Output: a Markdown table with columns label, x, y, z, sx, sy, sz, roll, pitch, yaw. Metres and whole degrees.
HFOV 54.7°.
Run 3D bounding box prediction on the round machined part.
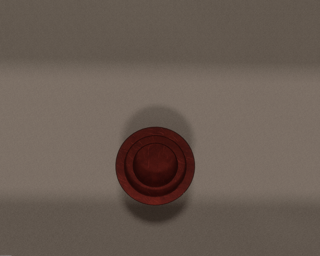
| label | x | y | z | sx | sy | sz | roll | pitch | yaw |
| --- | --- | --- | --- | --- | --- | --- | --- | --- | --- |
| round machined part | -0.006 | 0.047 | 0.403 | 0.099 | 0.042 | 0.097 | 0 | 90 | -1 |
